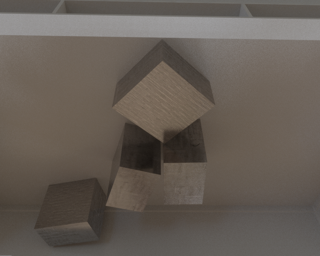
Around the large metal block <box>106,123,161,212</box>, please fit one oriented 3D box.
[{"bbox_3d":[-0.035,0.053,0.418,0.050,0.080,0.079,14,129,-12],"label":"large metal block"}]

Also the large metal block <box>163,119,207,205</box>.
[{"bbox_3d":[0.030,0.044,0.411,0.050,0.080,0.079,-1,130,0],"label":"large metal block"}]

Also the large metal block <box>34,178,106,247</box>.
[{"bbox_3d":[-0.135,0.130,0.482,0.080,0.080,0.050,-10,130,8],"label":"large metal block"}]

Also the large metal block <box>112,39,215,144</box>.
[{"bbox_3d":[0.004,-0.039,0.359,0.080,0.050,0.080,36,121,-27],"label":"large metal block"}]
